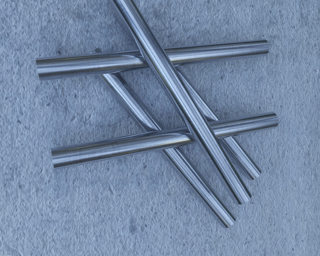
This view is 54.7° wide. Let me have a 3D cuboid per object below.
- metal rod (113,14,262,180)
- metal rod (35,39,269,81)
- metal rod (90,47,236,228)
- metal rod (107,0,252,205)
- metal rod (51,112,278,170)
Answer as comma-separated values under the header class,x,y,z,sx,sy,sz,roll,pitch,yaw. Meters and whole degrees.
class,x,y,z,sx,sy,sz,roll,pitch,yaw
metal rod,0.046,-0.040,0.428,0.025,0.025,0.300,-45,104,-15
metal rod,0.007,-0.089,0.387,0.303,0.025,0.025,-10,94,-20
metal rod,0.007,0.022,0.413,0.025,0.025,0.300,-43,104,-15
metal rod,0.027,-0.032,0.368,0.025,0.025,0.299,-37,102,-17
metal rod,0.022,0.011,0.393,0.303,0.025,0.025,-9,93,-20
